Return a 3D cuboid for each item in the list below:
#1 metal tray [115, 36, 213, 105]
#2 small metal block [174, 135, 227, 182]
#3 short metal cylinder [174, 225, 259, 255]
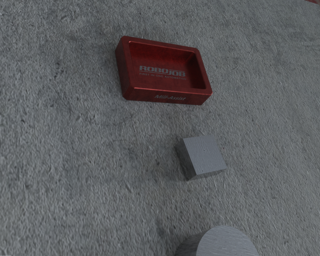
[{"bbox_3d":[0.006,-0.082,0.453,0.131,0.030,0.090,2,61,-27],"label":"metal tray"},{"bbox_3d":[0.053,0.039,0.409,0.050,0.025,0.050,-6,65,-31],"label":"small metal block"},{"bbox_3d":[0.060,0.150,0.329,0.081,0.050,0.080,14,56,-21],"label":"short metal cylinder"}]
